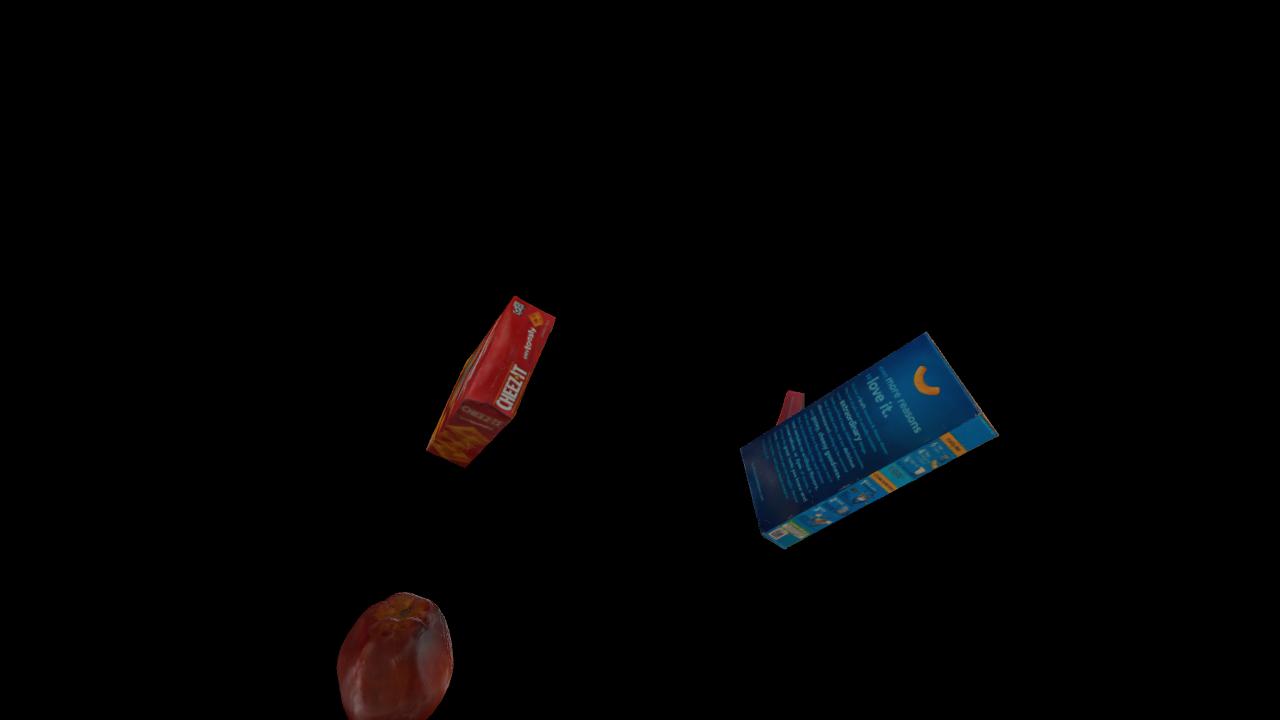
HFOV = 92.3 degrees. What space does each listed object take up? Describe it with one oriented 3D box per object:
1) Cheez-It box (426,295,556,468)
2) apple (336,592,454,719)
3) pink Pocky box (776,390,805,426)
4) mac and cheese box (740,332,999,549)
[{"bbox_3d":[-0.208,0.035,0.842,0.071,0.166,0.223,28,-36,-17],"label":"Cheez-It box"},{"bbox_3d":[-0.170,0.210,0.430,0.079,0.093,0.079,8,19,-3],"label":"apple"},{"bbox_3d":[0.219,0.132,0.936,0.029,0.155,0.084,12,-28,22],"label":"pink Pocky box"},{"bbox_3d":[0.169,0.066,0.489,0.184,0.093,0.041,-37,-57,24],"label":"mac and cheese box"}]
